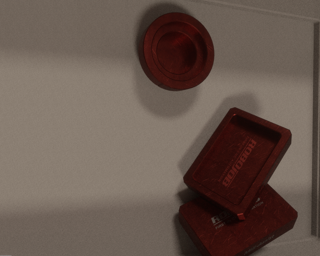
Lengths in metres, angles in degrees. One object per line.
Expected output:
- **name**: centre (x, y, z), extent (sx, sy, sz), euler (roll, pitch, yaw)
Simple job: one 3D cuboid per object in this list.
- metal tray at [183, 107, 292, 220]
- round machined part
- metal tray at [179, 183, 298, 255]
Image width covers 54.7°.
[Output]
- **metal tray**: centre (0.104, 0.044, 0.416), extent (0.130, 0.090, 0.030), euler (-54, 148, -13)
- **round machined part**: centre (0.018, -0.097, 0.409), extent (0.099, 0.042, 0.097), euler (0, 90, -21)
- **metal tray**: centre (0.102, 0.120, 0.415), extent (0.131, 0.090, 0.030), euler (-22, 134, -19)
